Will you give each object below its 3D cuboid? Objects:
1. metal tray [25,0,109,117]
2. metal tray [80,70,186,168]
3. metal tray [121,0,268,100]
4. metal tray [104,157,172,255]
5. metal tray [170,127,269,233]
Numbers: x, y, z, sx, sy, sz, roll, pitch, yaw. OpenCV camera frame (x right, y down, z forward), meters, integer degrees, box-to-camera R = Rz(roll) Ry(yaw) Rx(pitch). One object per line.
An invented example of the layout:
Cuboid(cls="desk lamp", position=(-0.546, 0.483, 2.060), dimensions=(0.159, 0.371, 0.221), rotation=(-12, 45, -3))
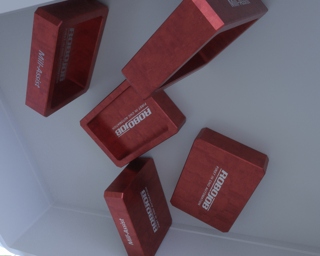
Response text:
Cuboid(cls="metal tray", position=(-0.113, -0.085, 0.373), dimensions=(0.030, 0.090, 0.129), rotation=(32, 129, 8))
Cuboid(cls="metal tray", position=(-0.041, -0.009, 0.421), dimensions=(0.130, 0.030, 0.090), rotation=(-34, 100, 38))
Cuboid(cls="metal tray", position=(0.035, -0.078, 0.272), dimensions=(0.030, 0.131, 0.090), rotation=(52, 129, 1))
Cuboid(cls="metal tray", position=(-0.027, 0.119, 0.454), dimensions=(0.030, 0.090, 0.129), rotation=(-2, 118, 29))
Cuboid(cls="metal tray", position=(0.074, 0.072, 0.411), dimensions=(0.090, 0.030, 0.129), rotation=(26, 128, 12))
